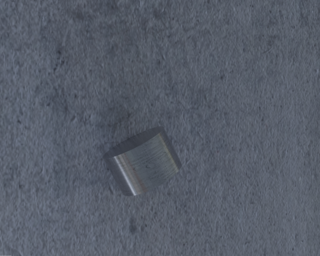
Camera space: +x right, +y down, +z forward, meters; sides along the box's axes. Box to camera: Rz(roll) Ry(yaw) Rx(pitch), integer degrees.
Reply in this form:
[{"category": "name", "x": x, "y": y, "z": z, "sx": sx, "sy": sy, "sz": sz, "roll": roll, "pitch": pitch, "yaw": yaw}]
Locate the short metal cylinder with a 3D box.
[{"category": "short metal cylinder", "x": -0.021, "y": 0.038, "z": 0.373, "sx": 0.080, "sy": 0.080, "sz": 0.050, "roll": -29, "pitch": 100, "yaw": -18}]
